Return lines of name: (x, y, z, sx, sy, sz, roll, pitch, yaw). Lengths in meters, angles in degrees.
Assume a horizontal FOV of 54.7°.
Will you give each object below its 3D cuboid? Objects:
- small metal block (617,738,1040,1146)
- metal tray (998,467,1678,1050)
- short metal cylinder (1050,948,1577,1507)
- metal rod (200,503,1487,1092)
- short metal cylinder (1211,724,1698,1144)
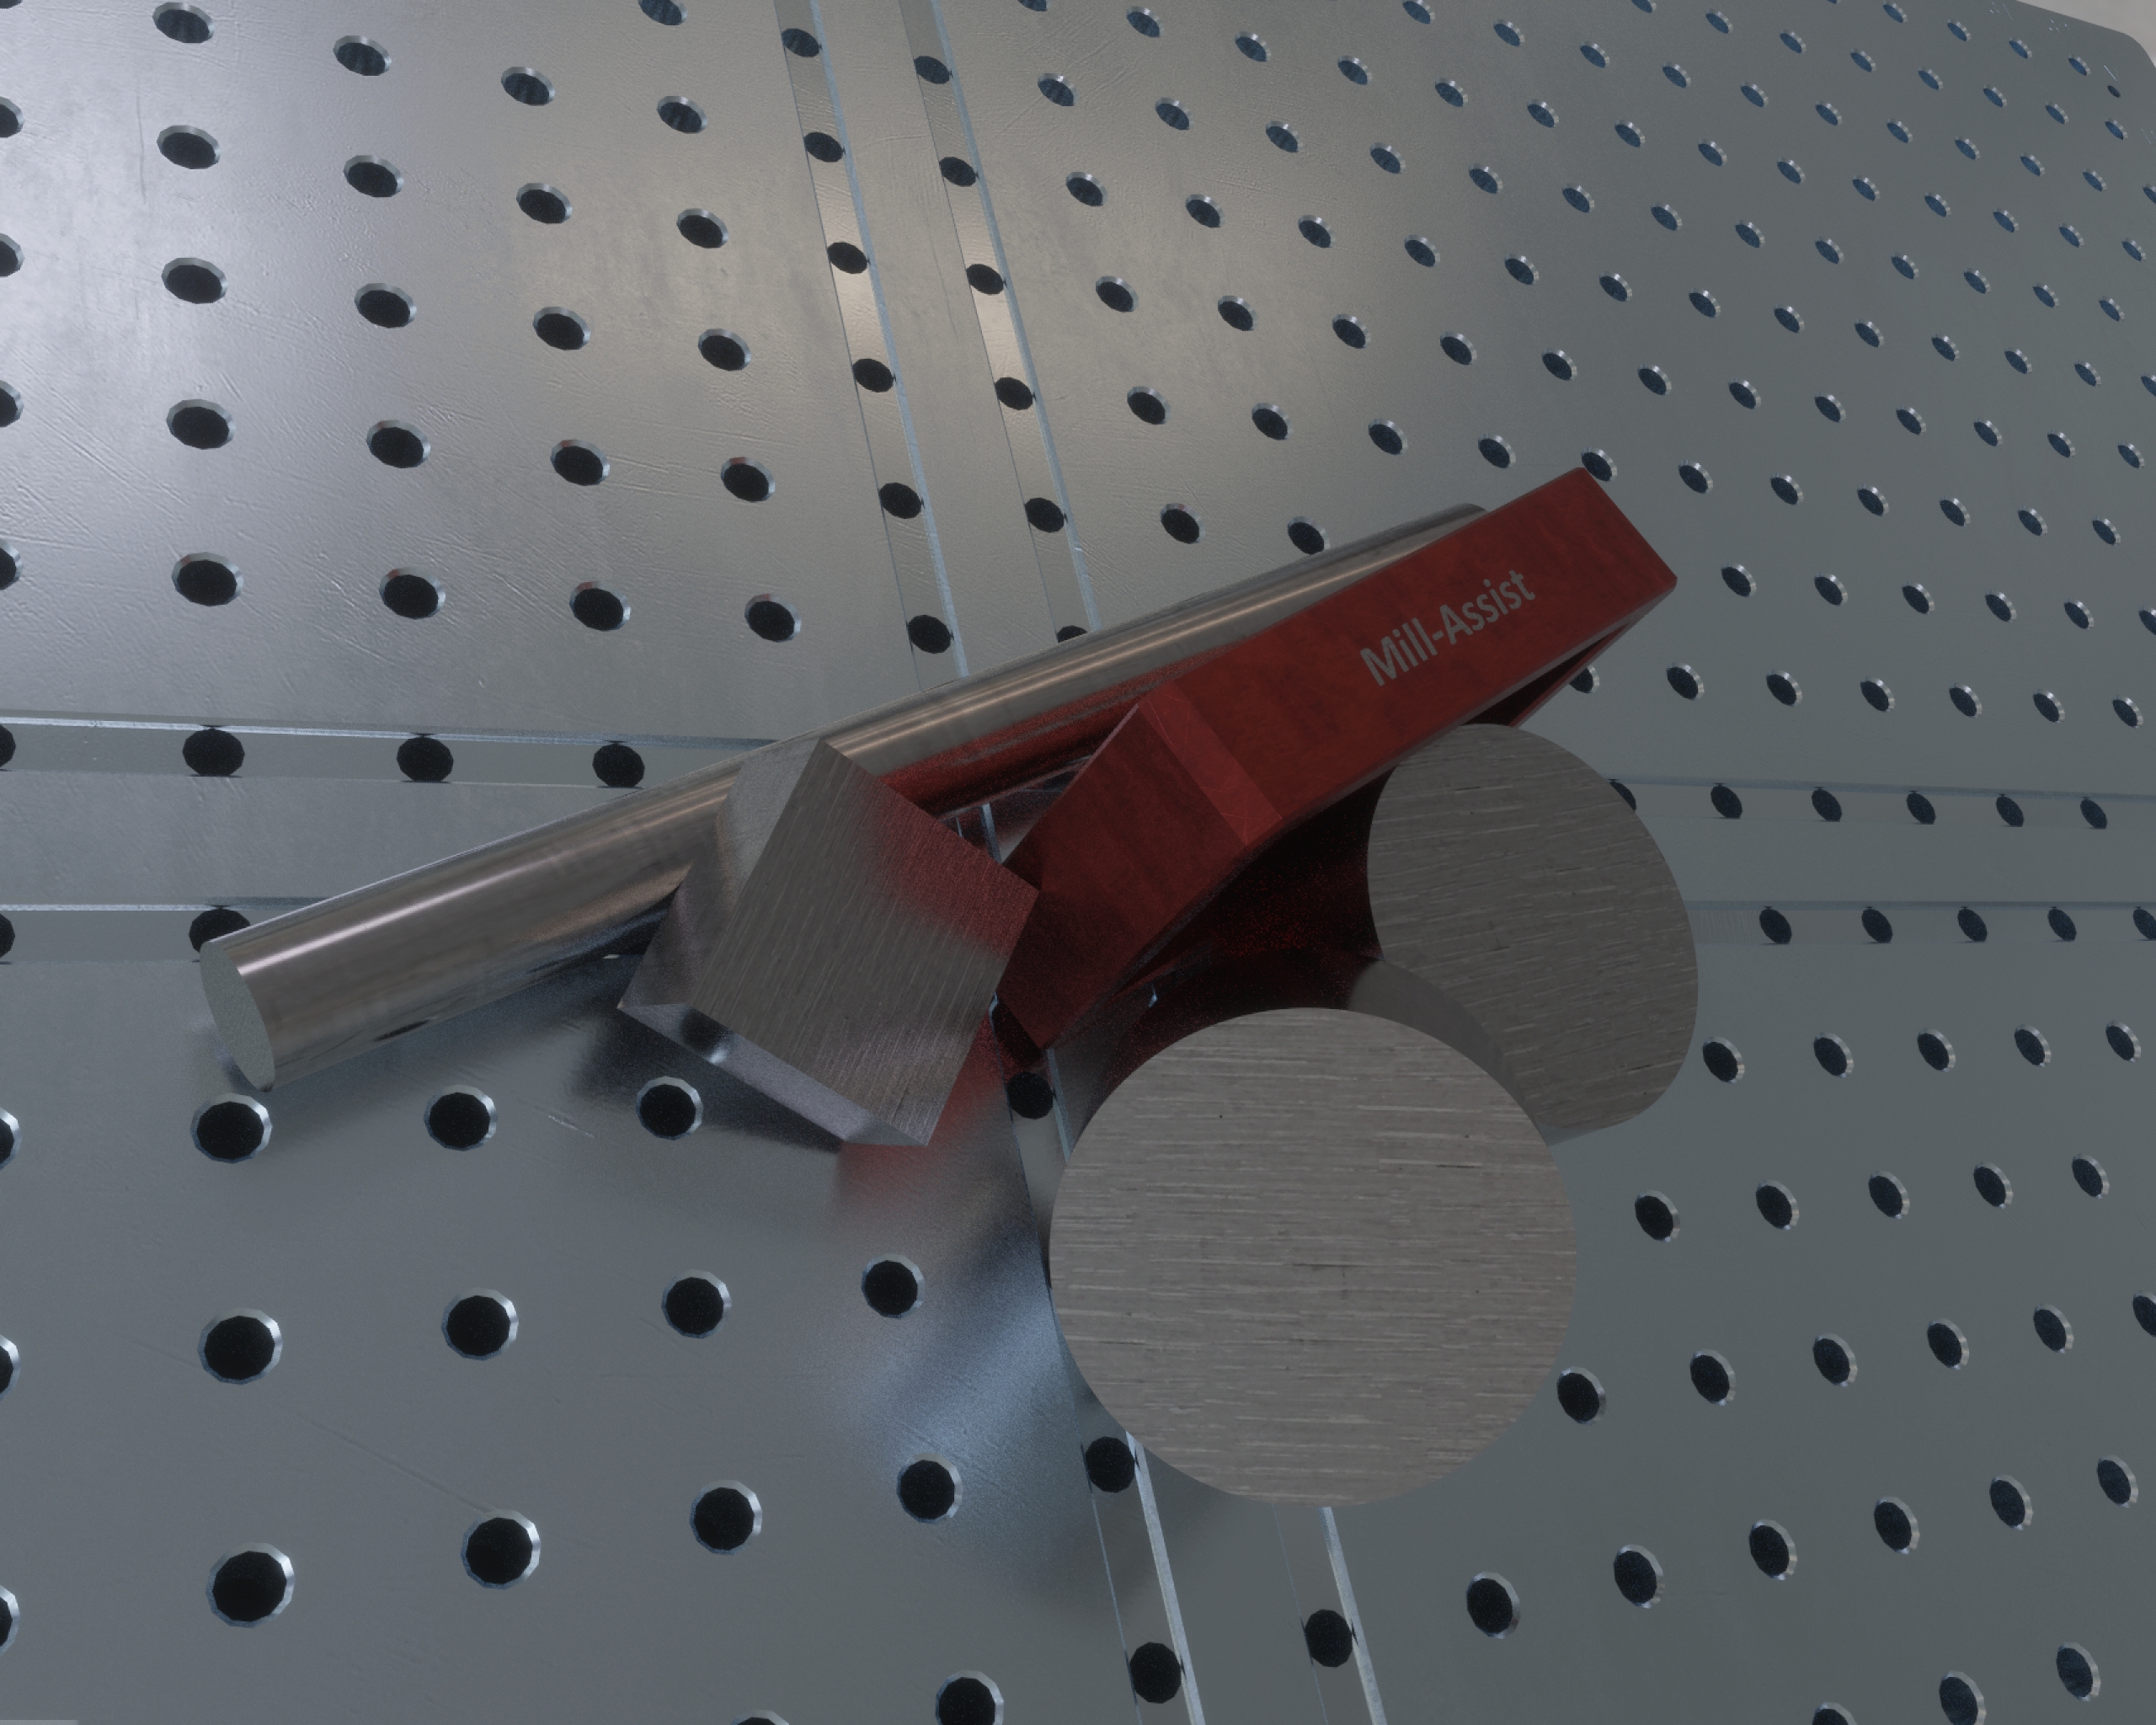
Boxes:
small metal block: (-0.041, 0.015, 0.356, 0.050, 0.025, 0.050, 36, 65, -29)
metal tray: (0.046, -0.021, 0.399, 0.131, 0.090, 0.030, -30, 79, -38)
short metal cylinder: (0.038, 0.058, 0.345, 0.080, 0.080, 0.050, 40, 9, -1)
metal rod: (-0.017, -0.025, 0.409, 0.302, 0.025, 0.025, -24, 75, -36)
short metal cylinder: (0.074, 0.019, 0.409, 0.081, 0.050, 0.080, 13, 64, -28)
